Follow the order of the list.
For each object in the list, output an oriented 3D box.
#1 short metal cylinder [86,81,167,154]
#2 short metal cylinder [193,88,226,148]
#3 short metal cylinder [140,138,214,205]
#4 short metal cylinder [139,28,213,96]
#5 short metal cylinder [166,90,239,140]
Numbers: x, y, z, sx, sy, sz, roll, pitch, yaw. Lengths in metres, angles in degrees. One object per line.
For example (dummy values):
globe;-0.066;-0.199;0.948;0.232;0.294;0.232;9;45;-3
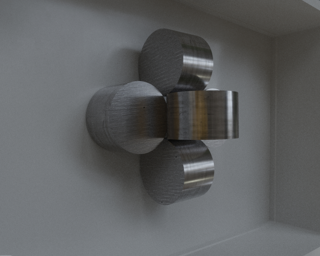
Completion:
short metal cylinder;-0.037;-0.012;0.357;0.081;0.050;0.080;0;90;-40
short metal cylinder;0.057;-0.013;0.435;0.081;0.050;0.080;0;90;-40
short metal cylinder;0.020;0.051;0.385;0.050;0.080;0.079;-3;92;-41
short metal cylinder;0.018;-0.078;0.383;0.050;0.080;0.079;-3;92;-41
short metal cylinder;0.048;-0.014;0.351;0.081;0.080;0.050;-2;91;-40
